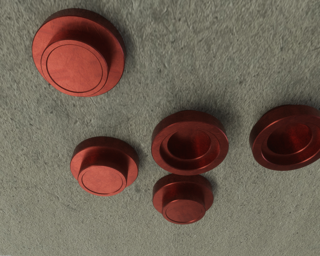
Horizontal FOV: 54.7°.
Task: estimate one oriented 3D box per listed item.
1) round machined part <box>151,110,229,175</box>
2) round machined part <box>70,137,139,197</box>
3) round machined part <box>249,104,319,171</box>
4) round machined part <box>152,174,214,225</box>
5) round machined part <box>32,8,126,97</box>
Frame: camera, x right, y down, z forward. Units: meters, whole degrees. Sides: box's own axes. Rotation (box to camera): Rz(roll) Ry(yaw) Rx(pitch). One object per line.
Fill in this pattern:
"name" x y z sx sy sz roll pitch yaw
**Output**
"round machined part" 0.038 0.015 0.409 0.099 0.042 0.097 0 130 0
"round machined part" -0.081 0.062 0.448 0.099 0.042 0.097 0 130 0
"round machined part" 0.166 0.008 0.404 0.099 0.042 0.097 0 130 0
"round machined part" 0.037 0.118 0.497 0.099 0.042 0.097 0 130 0
"round machined part" -0.087 -0.073 0.333 0.099 0.042 0.097 0 130 0
